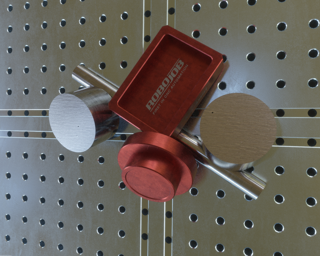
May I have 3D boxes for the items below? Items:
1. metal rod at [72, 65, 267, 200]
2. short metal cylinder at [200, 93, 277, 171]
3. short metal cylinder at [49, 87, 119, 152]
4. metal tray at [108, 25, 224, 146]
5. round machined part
[{"bbox_3d":[0.000,-0.003,0.413,0.300,0.025,0.025,33,101,17],"label":"metal rod"},{"bbox_3d":[0.087,0.006,0.356,0.080,0.050,0.080,-2,73,8],"label":"short metal cylinder"},{"bbox_3d":[-0.103,-0.013,0.423,0.080,0.050,0.079,10,111,27],"label":"short metal cylinder"},{"bbox_3d":[0.008,-0.054,0.391,0.090,0.030,0.130,34,87,17],"label":"metal tray"},{"bbox_3d":[-0.008,0.054,0.377,0.098,0.042,0.097,14,138,14],"label":"round machined part"}]
